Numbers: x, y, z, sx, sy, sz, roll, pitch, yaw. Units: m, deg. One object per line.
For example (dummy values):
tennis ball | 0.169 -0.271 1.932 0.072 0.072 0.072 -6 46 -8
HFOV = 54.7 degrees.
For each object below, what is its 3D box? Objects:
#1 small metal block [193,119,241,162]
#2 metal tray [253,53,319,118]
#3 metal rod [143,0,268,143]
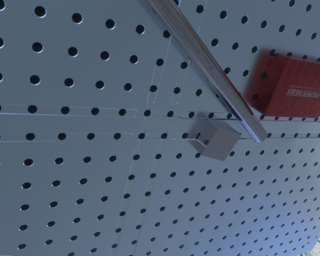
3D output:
small metal block | 0.087 0.019 0.470 0.050 0.025 0.050 18 109 -35
metal tray | 0.217 -0.063 0.487 0.131 0.030 0.089 1 118 -29
metal rod | 0.077 -0.064 0.413 0.025 0.025 0.300 -45 129 3
